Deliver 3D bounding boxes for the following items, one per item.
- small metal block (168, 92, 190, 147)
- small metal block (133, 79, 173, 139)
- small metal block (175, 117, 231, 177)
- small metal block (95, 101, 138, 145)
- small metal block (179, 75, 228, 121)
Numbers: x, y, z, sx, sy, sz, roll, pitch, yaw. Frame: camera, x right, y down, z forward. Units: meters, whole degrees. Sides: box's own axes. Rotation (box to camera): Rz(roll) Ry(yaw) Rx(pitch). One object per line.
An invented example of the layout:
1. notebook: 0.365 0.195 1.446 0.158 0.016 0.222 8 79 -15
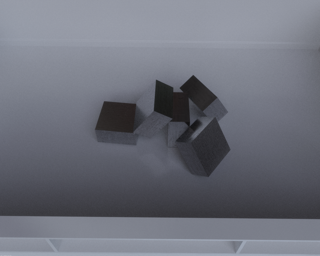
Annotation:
1. small metal block: 0.023 -0.010 0.396 0.025 0.050 0.050 1 50 0
2. small metal block: -0.008 -0.022 0.382 0.025 0.050 0.050 22 49 -23
3. small metal block: 0.052 0.021 0.366 0.025 0.050 0.050 2 38 50
4. small metal block: -0.053 -0.007 0.407 0.050 0.025 0.050 5 50 4
5. small metal block: 0.059 -0.037 0.415 0.025 0.050 0.050 -44 57 7
